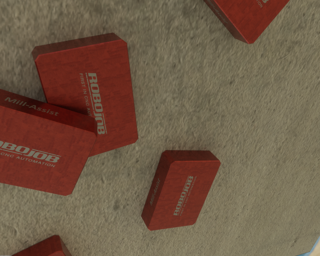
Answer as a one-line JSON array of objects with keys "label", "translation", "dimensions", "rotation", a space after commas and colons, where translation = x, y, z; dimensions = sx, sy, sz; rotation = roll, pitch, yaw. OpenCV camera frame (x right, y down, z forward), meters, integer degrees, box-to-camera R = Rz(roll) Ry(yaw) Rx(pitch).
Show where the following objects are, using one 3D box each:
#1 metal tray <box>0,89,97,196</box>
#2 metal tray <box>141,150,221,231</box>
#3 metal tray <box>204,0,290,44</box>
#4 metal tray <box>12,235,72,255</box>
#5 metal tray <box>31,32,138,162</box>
[{"label": "metal tray", "translation": [-0.140, 0.015, 0.310], "dimensions": [0.131, 0.030, 0.089], "rotation": [18, 118, -22]}, {"label": "metal tray", "translation": [0.031, 0.097, 0.483], "dimensions": [0.091, 0.030, 0.129], "rotation": [3, 117, -30]}, {"label": "metal tray", "translation": [0.093, -0.170, 0.351], "dimensions": [0.130, 0.030, 0.090], "rotation": [33, 99, -39]}, {"label": "metal tray", "translation": [-0.166, 0.223, 0.451], "dimensions": [0.091, 0.030, 0.129], "rotation": [-23, 127, -15]}, {"label": "metal tray", "translation": [-0.077, -0.031, 0.343], "dimensions": [0.091, 0.030, 0.129], "rotation": [-17, 126, -19]}]
